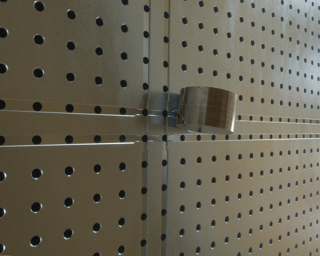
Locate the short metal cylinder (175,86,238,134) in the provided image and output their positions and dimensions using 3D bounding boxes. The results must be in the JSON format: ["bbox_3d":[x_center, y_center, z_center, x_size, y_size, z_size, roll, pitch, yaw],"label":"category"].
[{"bbox_3d":[0.064,-0.022,0.430,0.081,0.080,0.050,14,81,-40],"label":"short metal cylinder"}]
